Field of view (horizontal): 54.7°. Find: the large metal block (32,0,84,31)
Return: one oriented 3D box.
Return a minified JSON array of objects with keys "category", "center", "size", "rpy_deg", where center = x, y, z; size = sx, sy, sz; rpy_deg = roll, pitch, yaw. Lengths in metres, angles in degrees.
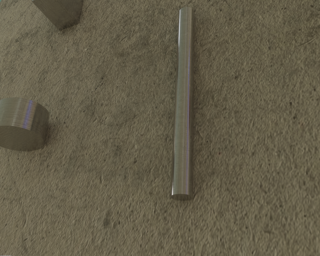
[{"category":"large metal block","center":[-0.205,-0.263,0.634],"size":[0.050,0.080,0.080],"rpy_deg":[-14,56,20]}]

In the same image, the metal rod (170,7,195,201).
[{"category":"metal rod","center":[0.033,-0.053,0.417],"size":[0.025,0.025,0.299],"rpy_deg":[-10,57,23]}]

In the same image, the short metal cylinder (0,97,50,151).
[{"category":"short metal cylinder","center":[-0.219,-0.004,0.483],"size":[0.080,0.080,0.050],"rpy_deg":[-14,56,20]}]
